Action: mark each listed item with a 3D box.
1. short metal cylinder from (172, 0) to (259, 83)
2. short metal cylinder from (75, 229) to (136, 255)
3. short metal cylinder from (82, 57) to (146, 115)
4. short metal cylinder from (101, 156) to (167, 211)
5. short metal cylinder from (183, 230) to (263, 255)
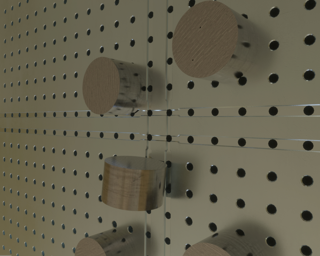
[{"bbox_3d":[0.061,-0.092,0.343,0.080,0.050,0.079,0,90,40],"label":"short metal cylinder"},{"bbox_3d":[-0.082,0.197,0.461,0.080,0.050,0.079,0,90,40],"label":"short metal cylinder"},{"bbox_3d":[-0.067,-0.059,0.448,0.080,0.050,0.079,0,90,40],"label":"short metal cylinder"},{"bbox_3d":[-0.033,0.069,0.401,0.080,0.081,0.050,10,97,39],"label":"short metal cylinder"},{"bbox_3d":[0.069,0.158,0.336,0.080,0.050,0.079,0,90,40],"label":"short metal cylinder"}]
